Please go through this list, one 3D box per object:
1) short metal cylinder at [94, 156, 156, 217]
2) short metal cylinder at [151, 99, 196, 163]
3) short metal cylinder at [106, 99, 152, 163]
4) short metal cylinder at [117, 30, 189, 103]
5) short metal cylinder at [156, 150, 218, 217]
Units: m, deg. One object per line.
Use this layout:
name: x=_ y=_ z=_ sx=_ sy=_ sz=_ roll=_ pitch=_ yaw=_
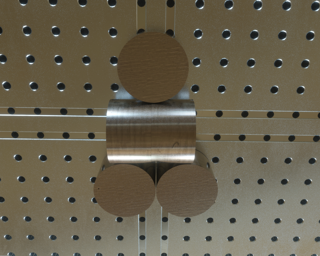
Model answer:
short metal cylinder: x=-0.046 y=0.074 z=0.426 sx=0.081 sy=0.050 sz=0.079 roll=0 pitch=110 yaw=-1
short metal cylinder: x=0.015 y=0.004 z=0.386 sx=0.050 sy=0.080 sz=0.079 roll=0 pitch=110 yaw=-1
short metal cylinder: x=-0.035 y=0.004 z=0.385 sx=0.050 sy=0.080 sz=0.079 roll=0 pitch=110 yaw=-1
short metal cylinder: x=-0.008 y=-0.076 z=0.372 sx=0.081 sy=0.050 sz=0.079 roll=0 pitch=110 yaw=-1
short metal cylinder: x=0.035 y=0.074 z=0.426 sx=0.081 sy=0.050 sz=0.079 roll=0 pitch=110 yaw=-1
